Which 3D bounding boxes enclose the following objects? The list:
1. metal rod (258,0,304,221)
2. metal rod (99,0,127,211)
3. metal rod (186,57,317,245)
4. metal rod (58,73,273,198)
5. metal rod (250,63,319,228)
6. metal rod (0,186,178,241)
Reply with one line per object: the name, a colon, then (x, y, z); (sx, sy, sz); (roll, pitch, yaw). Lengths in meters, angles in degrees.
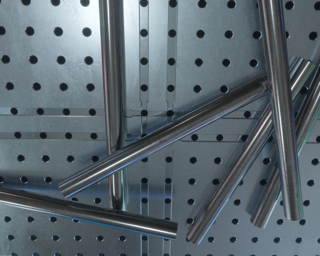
metal rod: (0.151, -0.017, 0.380); (0.025, 0.025, 0.298); (-13, 109, 4)
metal rod: (-0.059, -0.016, 0.406); (0.025, 0.025, 0.298); (0, 110, 0)
metal rod: (0.117, 0.043, 0.430); (0.025, 0.025, 0.298); (25, 108, -9)
metal rod: (0.008, 0.010, 0.398); (0.301, 0.025, 0.025); (-28, 108, 2)
metal rod: (0.187, 0.008, 0.417); (0.025, 0.025, 0.298); (14, 109, -5)
metal rod: (-0.125, 0.114, 0.435); (0.301, 0.025, 0.025); (11, 110, 3)
